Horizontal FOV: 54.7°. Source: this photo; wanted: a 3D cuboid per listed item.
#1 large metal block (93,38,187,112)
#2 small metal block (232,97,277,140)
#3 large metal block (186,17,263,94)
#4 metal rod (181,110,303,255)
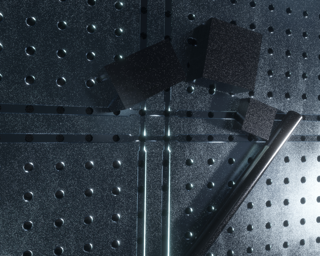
[{"bbox_3d":[-0.027,-0.060,0.374,0.080,0.080,0.050,-29,100,-18],"label":"large metal block"},{"bbox_3d":[0.143,-0.013,0.467,0.050,0.025,0.050,20,83,-19],"label":"small metal block"},{"bbox_3d":[0.089,-0.097,0.434,0.081,0.050,0.080,11,86,-20],"label":"large metal block"},{"bbox_3d":[0.120,0.091,0.458,0.025,0.025,0.300,45,76,-15],"label":"metal rod"}]
